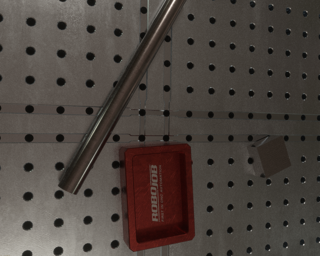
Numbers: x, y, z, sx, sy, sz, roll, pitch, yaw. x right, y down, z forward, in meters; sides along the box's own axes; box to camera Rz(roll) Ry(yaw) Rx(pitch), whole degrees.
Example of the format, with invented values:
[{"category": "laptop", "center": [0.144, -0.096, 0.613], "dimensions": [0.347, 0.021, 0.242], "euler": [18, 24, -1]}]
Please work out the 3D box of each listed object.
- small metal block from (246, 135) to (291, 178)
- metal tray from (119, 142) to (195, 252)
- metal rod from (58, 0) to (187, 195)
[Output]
[{"category": "small metal block", "center": [0.168, 0.043, 0.477], "dimensions": [0.050, 0.025, 0.050], "euler": [-21, 97, -19]}, {"category": "metal tray", "center": [-0.003, 0.087, 0.409], "dimensions": [0.091, 0.030, 0.129], "euler": [-3, 91, -20]}, {"category": "metal rod", "center": [-0.042, -0.056, 0.397], "dimensions": [0.025, 0.025, 0.299], "euler": [31, 80, -18]}]
